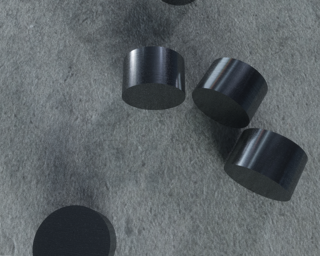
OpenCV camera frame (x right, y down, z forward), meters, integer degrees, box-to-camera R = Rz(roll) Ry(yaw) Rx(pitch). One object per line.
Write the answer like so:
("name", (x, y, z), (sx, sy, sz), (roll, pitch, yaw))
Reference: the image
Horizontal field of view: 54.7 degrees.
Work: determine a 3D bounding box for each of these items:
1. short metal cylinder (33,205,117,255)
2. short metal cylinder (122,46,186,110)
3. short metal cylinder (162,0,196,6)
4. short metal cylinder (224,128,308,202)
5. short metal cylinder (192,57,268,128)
("short metal cylinder", (-0.092, 0.130, 0.346), (0.081, 0.050, 0.080), (0, 70, 0))
("short metal cylinder", (-0.008, -0.062, 0.401), (0.081, 0.080, 0.050), (0, 70, 0))
("short metal cylinder", (0.029, -0.241, 0.483), (0.081, 0.050, 0.080), (0, 70, 0))
("short metal cylinder", (0.123, 0.044, 0.365), (0.080, 0.080, 0.050), (29, 73, 10))
("short metal cylinder", (0.088, -0.043, 0.396), (0.080, 0.080, 0.050), (31, 73, 10))
